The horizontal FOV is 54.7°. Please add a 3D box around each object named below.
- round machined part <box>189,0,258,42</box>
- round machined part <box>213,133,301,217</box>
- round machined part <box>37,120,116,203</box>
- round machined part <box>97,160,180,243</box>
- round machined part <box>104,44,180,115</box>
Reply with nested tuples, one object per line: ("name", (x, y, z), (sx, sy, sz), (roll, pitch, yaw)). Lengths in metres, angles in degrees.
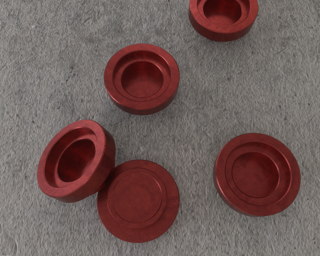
("round machined part", (0.091, -0.169, 0.461), (0.099, 0.042, 0.098), (0, 70, 0))
("round machined part", (0.114, 0.058, 0.378), (0.099, 0.042, 0.098), (0, 70, 0))
("round machined part", (-0.093, 0.042, 0.368), (0.098, 0.042, 0.098), (-16, 52, 22))
("round machined part", (-0.026, 0.085, 0.368), (0.099, 0.042, 0.098), (0, 70, 0))
("round machined part", (-0.024, -0.062, 0.421), (0.099, 0.042, 0.098), (0, 70, 0))
